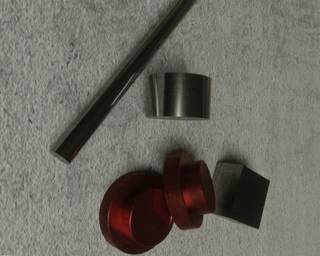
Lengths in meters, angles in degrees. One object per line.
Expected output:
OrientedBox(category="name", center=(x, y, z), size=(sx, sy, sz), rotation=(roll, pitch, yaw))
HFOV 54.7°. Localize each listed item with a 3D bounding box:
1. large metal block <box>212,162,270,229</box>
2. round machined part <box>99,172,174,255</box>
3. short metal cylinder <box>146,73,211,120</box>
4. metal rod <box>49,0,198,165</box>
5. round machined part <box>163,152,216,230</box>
OrientedBox(category="large metal block", center=(0.123, 0.107, 0.492), size=(0.080, 0.050, 0.080), rotation=(30, 72, -36))
OrientedBox(category="round machined part", center=(-0.020, 0.105, 0.377), size=(0.099, 0.042, 0.097), rotation=(0, 90, -40))
OrientedBox(category="short metal cylinder", center=(0.023, -0.037, 0.388), size=(0.081, 0.080, 0.050), rotation=(3, 88, -40))
OrientedBox(category="metal rod", center=(-0.027, -0.083, 0.381), size=(0.025, 0.025, 0.301), rotation=(49, 61, -29))
OrientedBox(category="round machined part", center=(0.042, 0.078, 0.398), size=(0.098, 0.042, 0.097), rotation=(-15, 90, -72))
